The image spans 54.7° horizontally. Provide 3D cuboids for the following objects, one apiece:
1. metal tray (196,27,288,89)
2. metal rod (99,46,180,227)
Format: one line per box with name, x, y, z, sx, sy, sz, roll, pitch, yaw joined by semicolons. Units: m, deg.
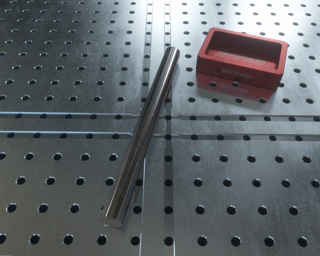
metal tray;0.133;-0.116;0.503;0.131;0.030;0.090;16;52;12
metal rod;-0.015;-0.013;0.418;0.025;0.025;0.300;11;51;9
